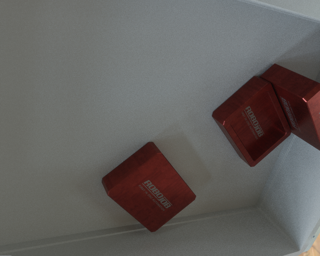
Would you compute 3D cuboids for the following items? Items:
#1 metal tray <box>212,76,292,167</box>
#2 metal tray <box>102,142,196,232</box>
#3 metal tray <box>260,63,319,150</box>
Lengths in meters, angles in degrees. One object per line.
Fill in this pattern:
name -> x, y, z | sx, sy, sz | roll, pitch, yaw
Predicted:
metal tray -> 0.147, -0.006, 0.484 | 0.090, 0.030, 0.130 | -42, 130, 0
metal tray -> -0.012, 0.091, 0.457 | 0.090, 0.030, 0.130 | -38, 130, -3
metal tray -> 0.208, -0.029, 0.464 | 0.030, 0.090, 0.130 | -42, 130, 0
